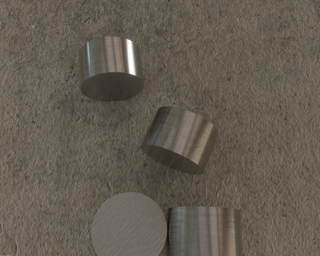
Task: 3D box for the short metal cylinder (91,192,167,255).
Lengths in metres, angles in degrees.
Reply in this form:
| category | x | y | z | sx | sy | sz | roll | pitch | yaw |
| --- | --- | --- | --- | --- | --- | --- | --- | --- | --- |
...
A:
| category | x | y | z | sx | sy | sz | roll | pitch | yaw |
| --- | --- | --- | --- | --- | --- | --- | --- | --- | --- |
| short metal cylinder | -0.033 | 0.117 | 0.352 | 0.081 | 0.050 | 0.080 | 0 | 70 | 0 |

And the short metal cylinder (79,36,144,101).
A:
| category | x | y | z | sx | sy | sz | roll | pitch | yaw |
| --- | --- | --- | --- | --- | --- | --- | --- | --- | --- |
| short metal cylinder | -0.064 | -0.074 | 0.406 | 0.081 | 0.080 | 0.050 | -7 | 70 | -3 |

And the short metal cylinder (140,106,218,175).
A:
| category | x | y | z | sx | sy | sz | roll | pitch | yaw |
| --- | --- | --- | --- | --- | --- | --- | --- | --- | --- |
| short metal cylinder | 0.023 | 0.016 | 0.373 | 0.080 | 0.080 | 0.050 | 22 | 72 | 7 |

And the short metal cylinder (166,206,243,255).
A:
| category | x | y | z | sx | sy | sz | roll | pitch | yaw |
| --- | --- | --- | --- | --- | --- | --- | --- | --- | --- |
| short metal cylinder | 0.048 | 0.115 | 0.337 | 0.080 | 0.080 | 0.050 | 2 | 70 | 1 |
